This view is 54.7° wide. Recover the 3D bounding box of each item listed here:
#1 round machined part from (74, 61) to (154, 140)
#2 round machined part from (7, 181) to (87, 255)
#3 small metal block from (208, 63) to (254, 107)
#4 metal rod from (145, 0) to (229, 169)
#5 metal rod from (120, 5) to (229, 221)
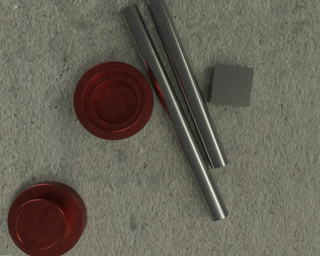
[{"bbox_3d":[-0.057,-0.034,0.401,0.099,0.042,0.097,0,90,0],"label":"round machined part"},{"bbox_3d":[-0.149,0.121,0.400,0.099,0.042,0.097,0,90,0],"label":"round machined part"},{"bbox_3d":[0.093,-0.056,0.411,0.050,0.025,0.050,7,90,0],"label":"small metal block"},{"bbox_3d":[0.025,-0.089,0.410,0.025,0.025,0.299,-22,90,0],"label":"metal rod"},{"bbox_3d":[0.019,-0.019,0.410,0.025,0.025,0.299,-24,90,0],"label":"metal rod"}]
